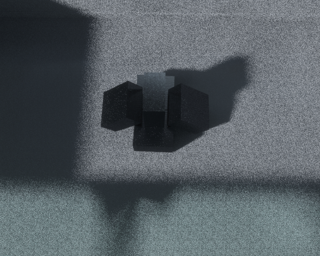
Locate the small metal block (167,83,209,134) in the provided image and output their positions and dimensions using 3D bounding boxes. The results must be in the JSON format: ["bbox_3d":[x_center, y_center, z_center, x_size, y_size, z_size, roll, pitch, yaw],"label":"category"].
[{"bbox_3d":[0.037,-0.024,0.404,0.050,0.025,0.050,17,66,-36],"label":"small metal block"}]

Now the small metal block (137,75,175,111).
[{"bbox_3d":[-0.007,-0.044,0.423,0.050,0.025,0.050,3,70,0],"label":"small metal block"}]

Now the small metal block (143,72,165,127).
[{"bbox_3d":[-0.007,-0.034,0.379,0.025,0.050,0.050,1,70,0],"label":"small metal block"}]

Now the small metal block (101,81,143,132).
[{"bbox_3d":[-0.050,-0.027,0.403,0.050,0.025,0.050,-17,64,40],"label":"small metal block"}]

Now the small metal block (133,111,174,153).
[{"bbox_3d":[-0.008,0.004,0.406,0.050,0.025,0.050,2,70,1],"label":"small metal block"}]
